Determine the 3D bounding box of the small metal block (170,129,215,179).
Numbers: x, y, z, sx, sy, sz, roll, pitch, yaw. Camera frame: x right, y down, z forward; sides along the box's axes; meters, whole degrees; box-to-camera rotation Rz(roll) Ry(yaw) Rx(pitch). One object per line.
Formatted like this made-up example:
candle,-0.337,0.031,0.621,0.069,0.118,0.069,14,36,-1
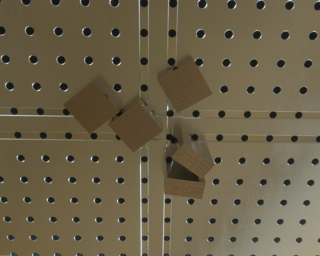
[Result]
small metal block,0.041,0.033,0.413,0.050,0.050,0.025,36,106,-12

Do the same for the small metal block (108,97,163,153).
small metal block,-0.031,-0.004,0.411,0.050,0.025,0.050,-36,106,12

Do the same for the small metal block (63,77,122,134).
small metal block,-0.086,-0.029,0.402,0.050,0.025,0.050,-35,107,12

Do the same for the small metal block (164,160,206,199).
small metal block,0.032,0.070,0.426,0.050,0.050,0.025,8,110,-3

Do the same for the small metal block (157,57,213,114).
small metal block,0.031,-0.055,0.393,0.050,0.025,0.050,-29,108,10
